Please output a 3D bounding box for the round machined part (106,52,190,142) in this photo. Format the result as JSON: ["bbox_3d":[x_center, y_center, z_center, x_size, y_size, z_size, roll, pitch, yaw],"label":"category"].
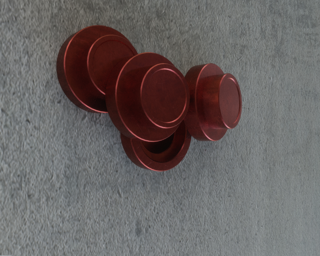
[{"bbox_3d":[-0.006,-0.034,0.337,0.099,0.042,0.097,0,90,-40],"label":"round machined part"}]

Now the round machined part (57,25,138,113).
[{"bbox_3d":[-0.059,-0.066,0.346,0.099,0.042,0.097,0,90,-40],"label":"round machined part"}]

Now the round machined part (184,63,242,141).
[{"bbox_3d":[0.070,-0.032,0.388,0.099,0.042,0.097,3,87,-53],"label":"round machined part"}]

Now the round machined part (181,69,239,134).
[{"bbox_3d":[0.081,-0.040,0.465,0.099,0.042,0.097,0,90,-40],"label":"round machined part"}]

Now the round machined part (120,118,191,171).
[{"bbox_3d":[-0.009,0.004,0.389,0.099,0.042,0.097,0,90,-40],"label":"round machined part"}]
